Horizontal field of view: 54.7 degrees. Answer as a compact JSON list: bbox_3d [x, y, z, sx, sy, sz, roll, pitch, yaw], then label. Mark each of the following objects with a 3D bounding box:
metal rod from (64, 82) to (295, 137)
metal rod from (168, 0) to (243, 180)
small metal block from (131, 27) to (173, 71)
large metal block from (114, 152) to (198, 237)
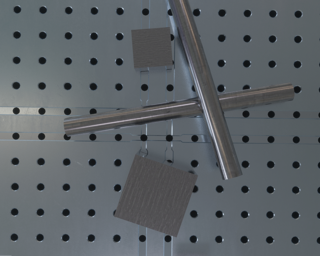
[{"bbox_3d":[0.025,-0.025,0.413,0.302,0.025,0.025,-9,90,0],"label":"metal rod"},{"bbox_3d":[0.048,-0.083,0.394,0.025,0.025,0.299,-16,83,0],"label":"metal rod"},{"bbox_3d":[-0.010,-0.104,0.413,0.050,0.025,0.050,-4,90,0],"label":"small metal block"},{"bbox_3d":[-0.005,0.082,0.401,0.080,0.050,0.080,19,90,0],"label":"large metal block"}]
